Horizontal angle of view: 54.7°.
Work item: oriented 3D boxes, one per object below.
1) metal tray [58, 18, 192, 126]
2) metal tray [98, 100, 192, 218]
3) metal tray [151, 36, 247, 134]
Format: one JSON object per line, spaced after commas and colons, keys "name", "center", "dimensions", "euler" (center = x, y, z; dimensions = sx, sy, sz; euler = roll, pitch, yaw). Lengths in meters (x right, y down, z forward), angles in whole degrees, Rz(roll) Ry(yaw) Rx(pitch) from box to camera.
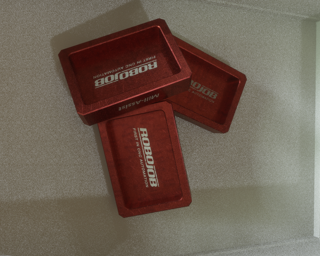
{"name": "metal tray", "center": [-0.040, -0.067, 0.358], "dimensions": [0.131, 0.030, 0.090], "euler": [-21, 68, -7]}
{"name": "metal tray", "center": [-0.018, 0.037, 0.381], "dimensions": [0.090, 0.030, 0.129], "euler": [-12, 95, 5]}
{"name": "metal tray", "center": [0.047, -0.056, 0.424], "dimensions": [0.131, 0.030, 0.090], "euler": [23, 82, -19]}
